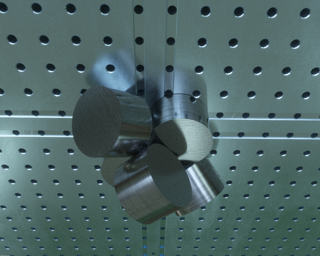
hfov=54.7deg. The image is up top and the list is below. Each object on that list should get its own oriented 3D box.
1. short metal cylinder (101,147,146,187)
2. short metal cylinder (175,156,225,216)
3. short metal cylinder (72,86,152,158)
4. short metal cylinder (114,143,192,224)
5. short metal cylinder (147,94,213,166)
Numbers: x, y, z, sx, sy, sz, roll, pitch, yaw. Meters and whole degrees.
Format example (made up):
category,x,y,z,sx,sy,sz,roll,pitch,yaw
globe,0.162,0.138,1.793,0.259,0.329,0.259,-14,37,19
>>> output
category,x,y,z,sx,sy,sz,roll,pitch,yaw
short metal cylinder,-0.038,0.043,0.431,0.081,0.050,0.079,0,130,0
short metal cylinder,0.043,0.078,0.434,0.080,0.080,0.050,-33,88,24
short metal cylinder,-0.056,-0.005,0.361,0.080,0.080,0.050,-38,155,27
short metal cylinder,-0.007,0.065,0.363,0.050,0.080,0.080,-34,123,25
short metal cylinder,0.025,0.003,0.398,0.081,0.050,0.079,0,130,0
